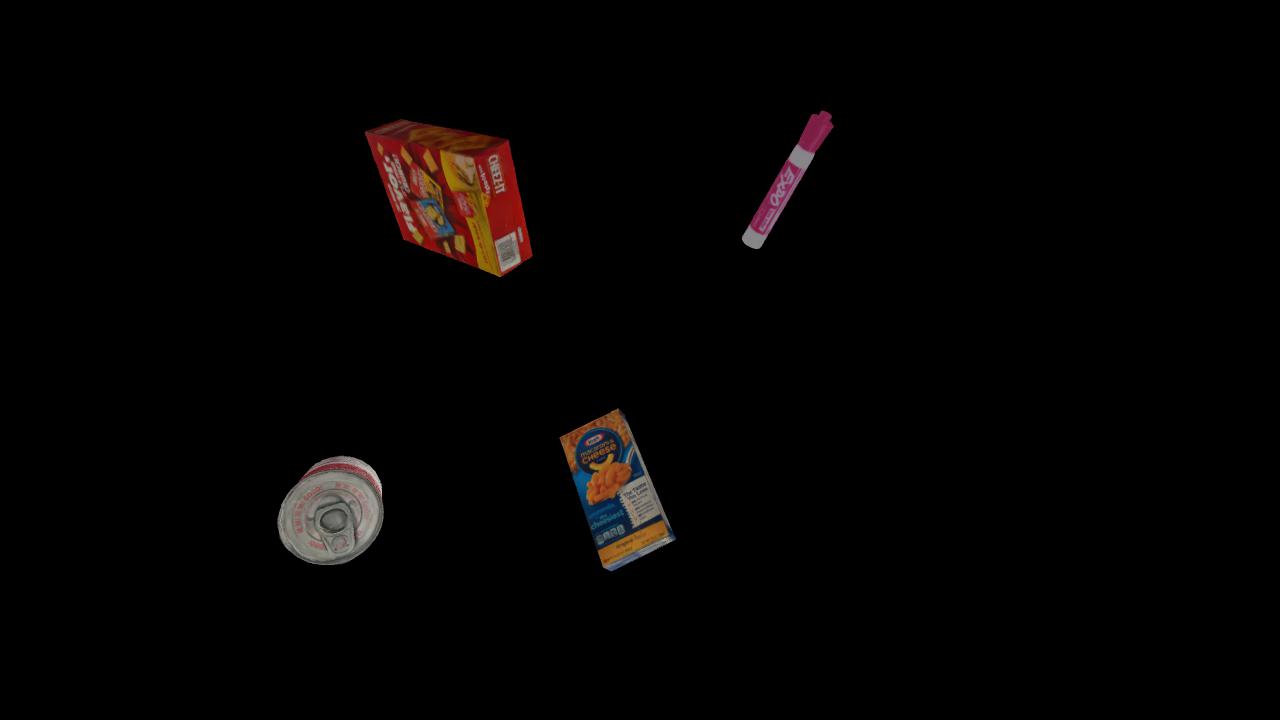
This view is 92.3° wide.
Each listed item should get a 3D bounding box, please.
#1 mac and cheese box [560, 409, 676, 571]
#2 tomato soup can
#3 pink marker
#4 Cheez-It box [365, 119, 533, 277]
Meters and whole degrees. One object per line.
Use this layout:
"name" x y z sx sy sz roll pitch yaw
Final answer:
"mac and cheese box" -0.032 0.162 0.789 0.093 0.184 0.041 -28 -31 5
"tomato soup can" -0.236 0.112 0.478 0.068 0.068 0.101 0 -2 -23
"pink marker" 0.118 -0.143 0.497 0.020 0.020 0.121 0 -42 -28
"Cheez-It box" -0.258 -0.223 0.836 0.223 0.166 0.071 21 45 31
